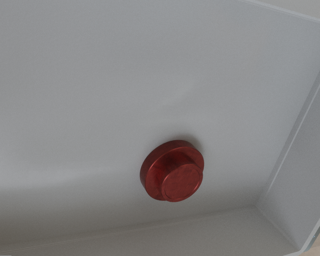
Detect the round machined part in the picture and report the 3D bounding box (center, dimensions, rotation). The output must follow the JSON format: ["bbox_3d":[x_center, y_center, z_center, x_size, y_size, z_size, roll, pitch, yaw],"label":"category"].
[{"bbox_3d":[0.024,0.070,0.456,0.099,0.042,0.097,-14,125,-21],"label":"round machined part"}]
